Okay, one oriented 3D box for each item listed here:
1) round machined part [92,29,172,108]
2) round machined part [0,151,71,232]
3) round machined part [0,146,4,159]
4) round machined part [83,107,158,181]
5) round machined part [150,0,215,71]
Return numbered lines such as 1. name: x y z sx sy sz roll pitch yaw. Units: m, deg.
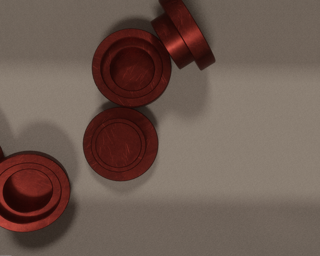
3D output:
1. round machined part: -0.035 -0.075 0.402 0.099 0.042 0.097 0 90 -1
2. round machined part: -0.165 0.076 0.391 0.099 0.042 0.097 -2 98 -18
3. round machined part: -0.252 0.043 0.385 0.099 0.042 0.097 0 90 -35
4. round machined part: -0.051 0.021 0.402 0.099 0.042 0.097 0 90 -1
5. round machined part: 0.024 -0.111 0.376 0.042 0.098 0.098 -31 90 11
